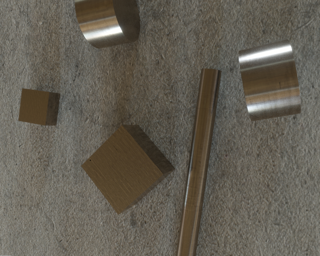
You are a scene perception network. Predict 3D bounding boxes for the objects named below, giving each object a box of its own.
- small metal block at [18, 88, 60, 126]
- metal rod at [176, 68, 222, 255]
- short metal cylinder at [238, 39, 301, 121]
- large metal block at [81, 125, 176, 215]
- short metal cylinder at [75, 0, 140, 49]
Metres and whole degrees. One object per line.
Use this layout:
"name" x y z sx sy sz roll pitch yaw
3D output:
"small metal block" -0.184 -0.032 0.472 0.050 0.025 0.050 9 93 19
"metal rod" 0.045 0.076 0.392 0.025 0.025 0.298 8 93 19
"short metal cylinder" 0.119 -0.051 0.338 0.050 0.080 0.080 -10 87 19
"large metal block" -0.041 0.052 0.409 0.080 0.050 0.080 -44 77 14
"short metal cylinder" -0.065 -0.148 0.402 0.050 0.080 0.080 -6 88 19
